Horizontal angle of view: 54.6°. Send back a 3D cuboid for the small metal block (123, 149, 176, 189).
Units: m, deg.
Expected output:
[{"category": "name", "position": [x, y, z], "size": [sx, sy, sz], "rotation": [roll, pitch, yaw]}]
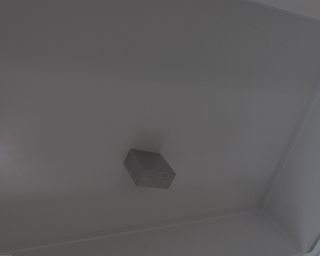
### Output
[{"category": "small metal block", "position": [-0.014, 0.055, 0.418], "size": [0.050, 0.050, 0.025], "rotation": [13, 112, -34]}]
